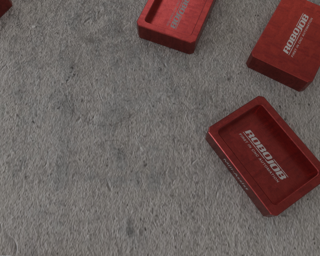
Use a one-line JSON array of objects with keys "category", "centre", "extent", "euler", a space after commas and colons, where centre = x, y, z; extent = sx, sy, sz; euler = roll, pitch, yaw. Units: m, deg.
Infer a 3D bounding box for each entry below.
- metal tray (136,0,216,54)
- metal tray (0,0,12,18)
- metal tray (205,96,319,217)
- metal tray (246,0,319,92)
[{"category": "metal tray", "centre": [0.031, -0.184, 0.472], "extent": [0.090, 0.030, 0.130], "euler": [21, 71, 7]}, {"category": "metal tray", "centre": [-0.310, -0.199, 0.476], "extent": [0.130, 0.030, 0.090], "euler": [31, 73, 10]}, {"category": "metal tray", "centre": [0.132, 0.034, 0.393], "extent": [0.090, 0.030, 0.130], "euler": [-32, 73, -11]}, {"category": "metal tray", "centre": [0.196, -0.128, 0.453], "extent": [0.090, 0.030, 0.130], "euler": [29, 72, 10]}]
